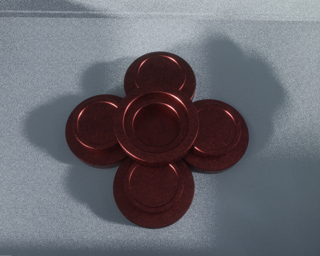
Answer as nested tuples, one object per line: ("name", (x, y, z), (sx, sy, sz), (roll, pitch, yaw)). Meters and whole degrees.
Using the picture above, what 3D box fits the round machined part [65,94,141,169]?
("round machined part", (-0.073, 0.000, 0.397), (0.099, 0.042, 0.098), (0, 70, 0))

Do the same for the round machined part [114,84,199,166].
("round machined part", (-0.004, -0.001, 0.376), (0.099, 0.042, 0.098), (0, 70, 0))

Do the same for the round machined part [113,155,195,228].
("round machined part", (-0.007, 0.069, 0.373), (0.099, 0.042, 0.098), (1, 68, -1))

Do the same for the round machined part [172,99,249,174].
("round machined part", (0.065, 0.007, 0.396), (0.099, 0.042, 0.098), (0, 70, 0))

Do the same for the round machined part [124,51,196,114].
("round machined part", (0.000, -0.063, 0.420), (0.099, 0.042, 0.098), (0, 70, 0))
